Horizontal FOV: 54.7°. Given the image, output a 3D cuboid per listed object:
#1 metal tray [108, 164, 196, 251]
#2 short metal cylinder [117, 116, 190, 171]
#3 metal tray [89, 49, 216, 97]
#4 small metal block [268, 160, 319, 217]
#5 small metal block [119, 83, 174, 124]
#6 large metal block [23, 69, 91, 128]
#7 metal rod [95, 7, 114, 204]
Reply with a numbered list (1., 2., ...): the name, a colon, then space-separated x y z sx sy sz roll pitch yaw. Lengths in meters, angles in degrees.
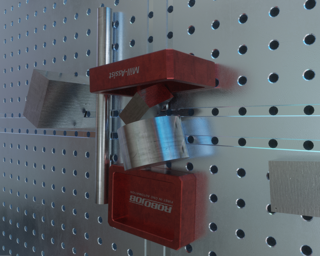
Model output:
1. metal tray: -0.015 0.100 0.418 0.130 0.030 0.089 3 92 40
2. short metal cylinder: -0.008 0.020 0.380 0.080 0.081 0.050 -20 78 38
3. metal tray: -0.011 -0.061 0.375 0.130 0.091 0.030 -3 88 40
4. small metal block: 0.135 0.056 0.298 0.050 0.025 0.050 -4 87 40
5. small metal block: -0.018 -0.028 0.399 0.025 0.050 0.050 51 132 8
6. large metal block: -0.168 -0.046 0.513 0.050 0.081 0.079 32 110 35
7. metal rod: -0.087 -0.033 0.480 0.025 0.025 0.298 2 91 40
